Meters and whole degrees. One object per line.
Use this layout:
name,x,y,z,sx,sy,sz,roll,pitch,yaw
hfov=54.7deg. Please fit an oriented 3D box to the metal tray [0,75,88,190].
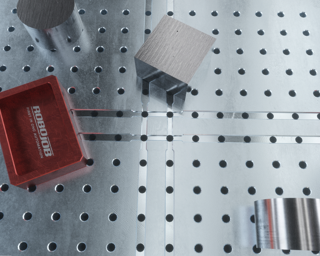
metal tray,-0.159,0.003,0.406,0.091,0.030,0.130,-21,71,-8

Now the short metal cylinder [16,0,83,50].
short metal cylinder,-0.160,-0.163,0.457,0.081,0.050,0.080,0,70,0

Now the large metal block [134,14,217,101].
large metal block,0.021,-0.098,0.434,0.080,0.050,0.080,29,72,10

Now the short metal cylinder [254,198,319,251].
short metal cylinder,0.148,0.108,0.344,0.080,0.080,0.050,2,70,1
